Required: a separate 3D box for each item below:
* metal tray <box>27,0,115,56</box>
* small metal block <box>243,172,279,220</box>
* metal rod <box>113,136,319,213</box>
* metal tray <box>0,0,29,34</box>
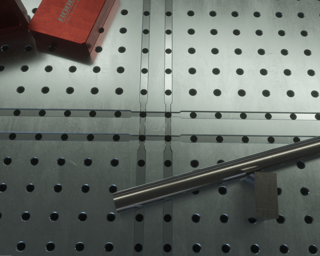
[{"bbox_3d":[-0.130,-0.182,0.474,0.090,0.030,0.130,17,71,5],"label":"metal tray"},{"bbox_3d":[0.119,0.083,0.370,0.025,0.050,0.050,4,70,1],"label":"small metal block"},{"bbox_3d":[0.091,0.054,0.393,0.302,0.025,0.025,-15,71,-6],"label":"metal rod"},{"bbox_3d":[-0.266,-0.167,0.434,0.131,0.090,0.030,-15,71,-6],"label":"metal tray"}]
